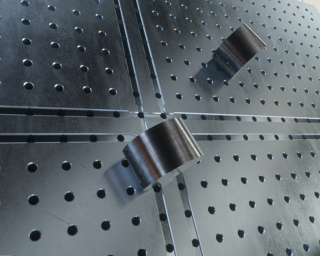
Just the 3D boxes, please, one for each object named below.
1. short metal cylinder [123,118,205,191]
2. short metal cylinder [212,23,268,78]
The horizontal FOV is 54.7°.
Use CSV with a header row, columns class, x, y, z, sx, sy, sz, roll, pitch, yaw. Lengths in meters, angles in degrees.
class,x,y,z,sx,sy,sz,roll,pitch,yaw
short metal cylinder,0.004,0.031,0.358,0.081,0.080,0.050,-20,73,-36
short metal cylinder,0.136,-0.131,0.529,0.050,0.080,0.080,48,51,4
